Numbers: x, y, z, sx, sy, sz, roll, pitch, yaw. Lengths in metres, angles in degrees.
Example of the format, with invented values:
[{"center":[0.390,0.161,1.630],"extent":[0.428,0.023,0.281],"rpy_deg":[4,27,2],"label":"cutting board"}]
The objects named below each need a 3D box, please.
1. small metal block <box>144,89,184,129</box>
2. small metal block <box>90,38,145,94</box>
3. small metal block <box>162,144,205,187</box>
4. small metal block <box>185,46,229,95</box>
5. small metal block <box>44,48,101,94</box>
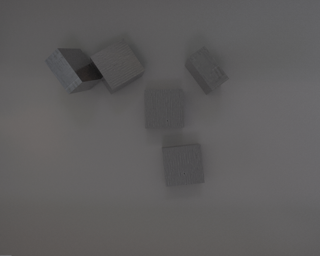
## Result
[{"center":[0.005,-0.025,0.411],"extent":[0.050,0.025,0.050],"rpy_deg":[-2,90,0],"label":"small metal block"},{"center":[-0.056,-0.080,0.405],"extent":[0.050,0.025,0.050],"rpy_deg":[-34,90,-15],"label":"small metal block"},{"center":[0.030,0.048,0.411],"extent":[0.050,0.025,0.050],"rpy_deg":[-6,90,0],"label":"small metal block"},{"center":[0.059,-0.072,0.399],"extent":[0.025,0.050,0.050],"rpy_deg":[-37,90,0],"label":"small metal block"},{"center":[-0.109,-0.073,0.395],"extent":[0.025,0.050,0.050],"rpy_deg":[-36,90,22],"label":"small metal block"}]
